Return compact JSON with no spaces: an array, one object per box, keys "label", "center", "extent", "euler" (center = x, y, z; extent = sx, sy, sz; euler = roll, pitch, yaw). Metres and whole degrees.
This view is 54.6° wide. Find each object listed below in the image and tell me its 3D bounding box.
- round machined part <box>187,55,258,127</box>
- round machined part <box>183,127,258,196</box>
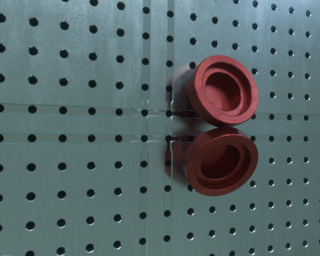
[{"label":"round machined part","center":[0.081,-0.046,0.424],"extent":[0.099,0.042,0.098],"euler":[7,72,-21]},{"label":"round machined part","center":[0.078,0.041,0.418],"extent":[0.099,0.042,0.097],"euler":[-7,120,-13]}]
